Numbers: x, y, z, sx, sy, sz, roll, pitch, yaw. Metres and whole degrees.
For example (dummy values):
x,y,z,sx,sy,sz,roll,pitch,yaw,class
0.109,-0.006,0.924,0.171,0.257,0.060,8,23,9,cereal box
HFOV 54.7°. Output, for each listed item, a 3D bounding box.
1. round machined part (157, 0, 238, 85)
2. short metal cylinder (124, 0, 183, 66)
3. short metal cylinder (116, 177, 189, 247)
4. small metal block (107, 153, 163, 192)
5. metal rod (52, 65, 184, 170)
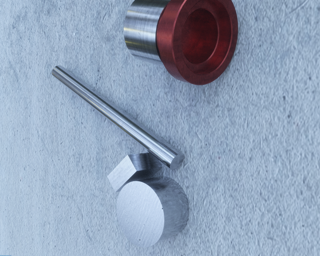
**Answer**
x,y,z,sx,sy,sz,roll,pitch,yaw,class
0.035,-0.097,0.329,0.042,0.099,0.097,24,106,45,round machined part
0.004,-0.114,0.365,0.050,0.081,0.079,23,105,37,short metal cylinder
-0.010,0.105,0.397,0.080,0.050,0.079,0,90,40,short metal cylinder
-0.033,0.059,0.416,0.050,0.050,0.025,-47,62,30,small metal block
-0.080,-0.029,0.471,0.300,0.025,0.025,35,112,34,metal rod
